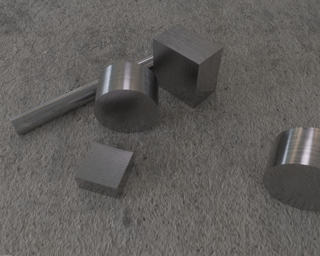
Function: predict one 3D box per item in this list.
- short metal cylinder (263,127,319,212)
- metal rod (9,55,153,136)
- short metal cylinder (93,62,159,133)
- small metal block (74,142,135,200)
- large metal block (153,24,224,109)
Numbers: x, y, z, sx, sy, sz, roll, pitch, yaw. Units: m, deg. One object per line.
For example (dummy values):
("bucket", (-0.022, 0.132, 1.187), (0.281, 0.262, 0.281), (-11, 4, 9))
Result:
("short metal cylinder", (0.157, 0.045, 0.331), (0.080, 0.080, 0.050), (19, 53, 15))
("metal rod", (-0.069, -0.070, 0.461), (0.302, 0.025, 0.025), (-30, 56, -23))
("short metal cylinder", (-0.042, -0.038, 0.399), (0.081, 0.080, 0.050), (-1, 50, -1))
("small metal block", (-0.063, 0.049, 0.361), (0.050, 0.025, 0.050), (14, 51, 11))
("large metal block", (0.037, -0.088, 0.442), (0.080, 0.080, 0.050), (36, 59, 26))
